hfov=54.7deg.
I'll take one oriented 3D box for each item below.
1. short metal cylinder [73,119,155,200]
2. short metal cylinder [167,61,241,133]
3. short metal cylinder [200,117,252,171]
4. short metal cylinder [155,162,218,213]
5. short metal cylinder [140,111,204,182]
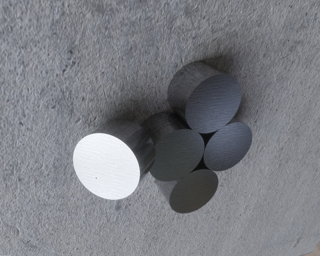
[{"bbox_3d":[-0.051,0.035,0.359,0.080,0.050,0.079,6,111,17],"label":"short metal cylinder"},{"bbox_3d":[0.056,-0.040,0.398,0.081,0.050,0.079,-14,124,-21],"label":"short metal cylinder"},{"bbox_3d":[0.085,0.015,0.448,0.081,0.050,0.079,-14,124,-21],"label":"short metal cylinder"},{"bbox_3d":[0.039,0.080,0.463,0.081,0.050,0.079,-14,124,-21],"label":"short metal cylinder"},{"bbox_3d":[0.011,0.024,0.413,0.081,0.050,0.079,-14,124,-21],"label":"short metal cylinder"}]
